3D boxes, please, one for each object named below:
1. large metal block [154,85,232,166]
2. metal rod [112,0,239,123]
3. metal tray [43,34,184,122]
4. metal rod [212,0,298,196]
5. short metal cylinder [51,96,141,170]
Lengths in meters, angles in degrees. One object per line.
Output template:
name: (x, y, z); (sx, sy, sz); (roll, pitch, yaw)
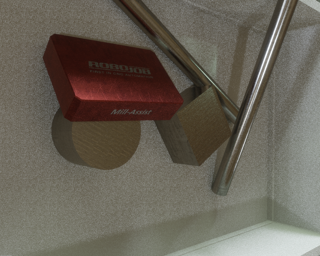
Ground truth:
large metal block: (0.046, -0.005, 0.431); (0.080, 0.050, 0.080); (-38, 114, -34)
metal rod: (0.037, -0.093, 0.439); (0.301, 0.025, 0.025); (39, 66, -33)
metal tray: (-0.047, -0.051, 0.333); (0.131, 0.030, 0.090); (-2, 53, -40)
metal rod: (0.132, -0.036, 0.448); (0.025, 0.025, 0.298); (1, 112, -40)
short metal cylinder: (-0.068, 0.003, 0.335); (0.081, 0.050, 0.079); (0, 90, -40)
